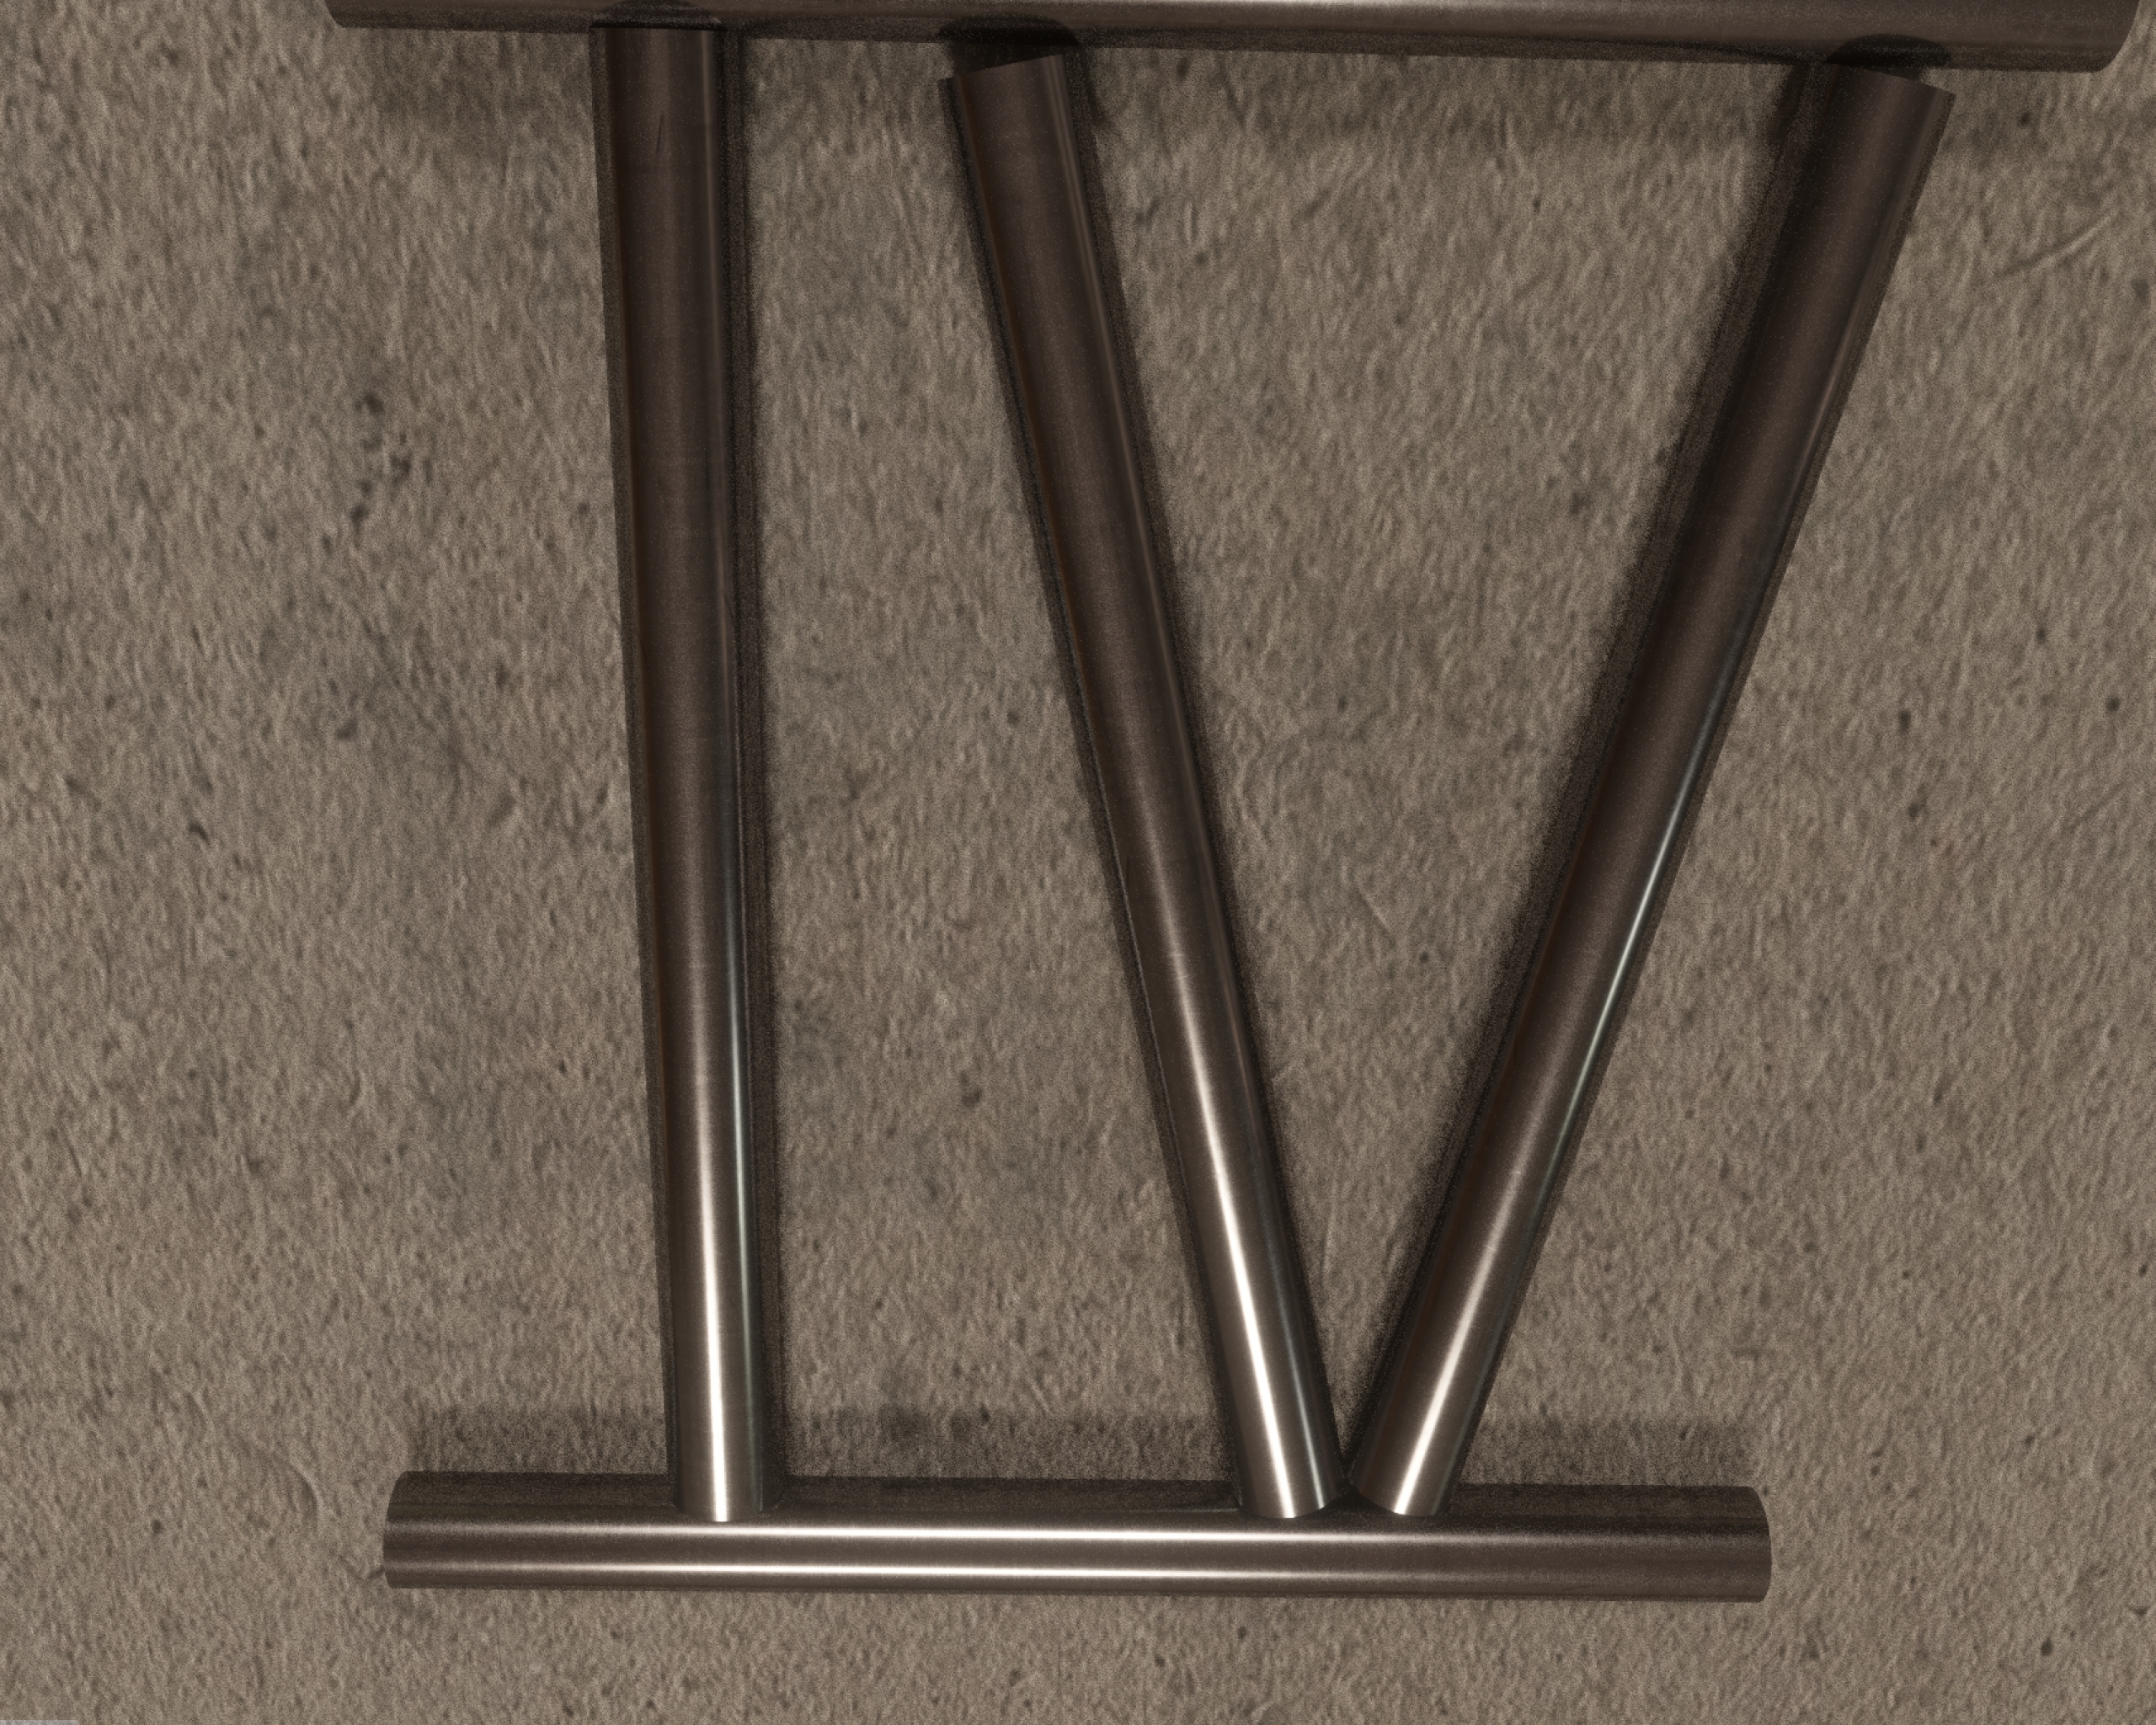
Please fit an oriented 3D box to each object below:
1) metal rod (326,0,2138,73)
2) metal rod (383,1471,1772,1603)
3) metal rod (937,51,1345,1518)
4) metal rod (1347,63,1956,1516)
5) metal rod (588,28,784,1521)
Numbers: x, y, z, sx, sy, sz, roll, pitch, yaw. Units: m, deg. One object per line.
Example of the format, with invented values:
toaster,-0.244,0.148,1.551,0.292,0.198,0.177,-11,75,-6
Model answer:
metal rod,0.026,-0.152,0.355,0.302,0.025,0.025,1,110,-1
metal rod,0.001,0.151,0.466,0.302,0.025,0.025,1,110,-1
metal rod,0.017,0.000,0.410,0.025,0.025,0.298,-11,110,3
metal rod,0.105,0.000,0.412,0.025,0.025,0.298,12,109,-5
metal rod,-0.074,-0.003,0.408,0.025,0.025,0.298,1,110,-1
